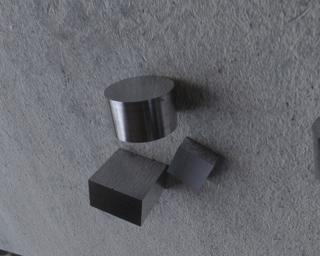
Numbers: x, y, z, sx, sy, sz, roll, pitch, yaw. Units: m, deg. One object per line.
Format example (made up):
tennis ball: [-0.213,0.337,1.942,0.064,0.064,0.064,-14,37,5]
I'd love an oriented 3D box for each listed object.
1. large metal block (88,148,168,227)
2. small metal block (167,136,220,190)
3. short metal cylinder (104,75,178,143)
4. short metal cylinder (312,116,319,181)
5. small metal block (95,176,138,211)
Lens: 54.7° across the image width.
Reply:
large metal block: [-0.044,0.081,0.443,0.080,0.080,0.050,17,125,18]
small metal block: [0.043,0.047,0.412,0.050,0.025,0.050,29,128,9]
short metal cylinder: [-0.021,-0.025,0.366,0.080,0.080,0.050,7,121,24]
short metal cylinder: [0.186,0.019,0.285,0.080,0.080,0.050,-2,118,29]
small metal block: [-0.071,0.107,0.509,0.050,0.025,0.050,-3,117,29]
